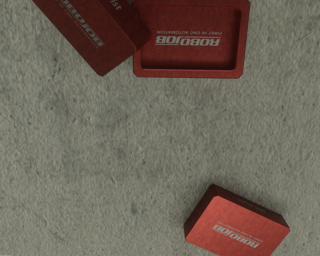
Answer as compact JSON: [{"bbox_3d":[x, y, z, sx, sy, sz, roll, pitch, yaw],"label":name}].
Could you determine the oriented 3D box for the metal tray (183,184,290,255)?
[{"bbox_3d":[0.113,0.150,0.464,0.131,0.030,0.089,26,108,-10],"label":"metal tray"}]

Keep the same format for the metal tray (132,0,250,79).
[{"bbox_3d":[0.034,-0.107,0.368,0.131,0.030,0.089,1,110,-1],"label":"metal tray"}]

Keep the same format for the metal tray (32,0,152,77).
[{"bbox_3d":[-0.079,-0.125,0.331,0.130,0.030,0.090,49,147,-16],"label":"metal tray"}]
